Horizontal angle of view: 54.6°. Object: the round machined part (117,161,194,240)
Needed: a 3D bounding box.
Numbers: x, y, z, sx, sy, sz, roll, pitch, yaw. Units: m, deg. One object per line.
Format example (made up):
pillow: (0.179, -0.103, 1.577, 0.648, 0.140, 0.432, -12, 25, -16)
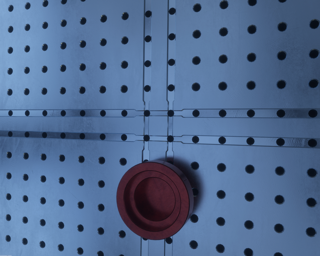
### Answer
round machined part: (-0.003, 0.091, 0.405, 0.098, 0.042, 0.097, 0, 90, 20)
